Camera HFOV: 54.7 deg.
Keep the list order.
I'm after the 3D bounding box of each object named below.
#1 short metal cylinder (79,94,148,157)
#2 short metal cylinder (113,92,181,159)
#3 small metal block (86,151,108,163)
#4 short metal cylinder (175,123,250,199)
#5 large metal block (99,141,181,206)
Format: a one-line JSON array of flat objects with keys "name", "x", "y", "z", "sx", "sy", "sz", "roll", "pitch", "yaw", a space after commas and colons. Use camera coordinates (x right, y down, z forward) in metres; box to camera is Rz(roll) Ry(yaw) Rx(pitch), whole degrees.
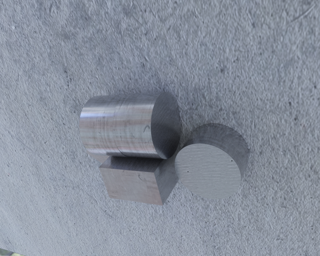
[{"name": "short metal cylinder", "x": -0.058, "y": -0.003, "z": 0.402, "sx": 0.050, "sy": 0.080, "sz": 0.080, "roll": 1, "pitch": 119, "yaw": 28}, {"name": "short metal cylinder", "x": -0.013, "y": -0.003, "z": 0.378, "sx": 0.050, "sy": 0.080, "sz": 0.080, "roll": 1, "pitch": 119, "yaw": 28}, {"name": "small metal block", "x": -0.078, "y": 0.028, "z": 0.468, "sx": 0.050, "sy": 0.025, "sz": 0.050, "roll": 33, "pitch": 129, "yaw": 6}, {"name": "short metal cylinder", "x": 0.065, "y": 0.040, "z": 0.382, "sx": 0.080, "sy": 0.050, "sz": 0.079, "roll": 13, "pitch": 124, "yaw": 21}, {"name": "large metal block", "x": -0.021, "y": 0.054, "z": 0.418, "sx": 0.080, "sy": 0.080, "sz": 0.050, "roll": 1, "pitch": 119, "yaw": 28}]
